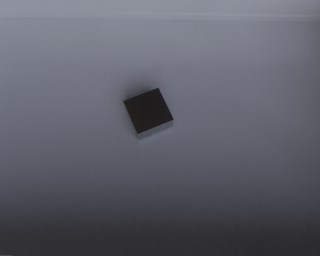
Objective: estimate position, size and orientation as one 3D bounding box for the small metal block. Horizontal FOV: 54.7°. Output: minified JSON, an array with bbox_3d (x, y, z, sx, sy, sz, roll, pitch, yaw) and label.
[{"bbox_3d":[-0.015,-0.019,0.413,0.050,0.025,0.050,-22,72,-8],"label":"small metal block"}]
